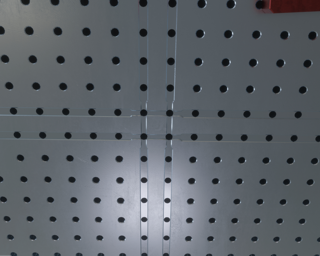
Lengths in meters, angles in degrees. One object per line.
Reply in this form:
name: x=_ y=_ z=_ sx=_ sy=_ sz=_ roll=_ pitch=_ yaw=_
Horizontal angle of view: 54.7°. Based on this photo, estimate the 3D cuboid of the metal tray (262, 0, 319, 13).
metal tray: x=0.186 y=-0.179 z=0.346 sx=0.131 sy=0.030 sz=0.089 roll=-3 pitch=110 yaw=0
